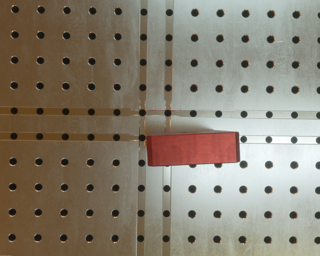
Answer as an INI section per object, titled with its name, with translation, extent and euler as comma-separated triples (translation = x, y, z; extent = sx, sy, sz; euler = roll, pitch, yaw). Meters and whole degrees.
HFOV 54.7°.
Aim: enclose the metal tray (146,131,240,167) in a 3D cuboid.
[metal tray]
translation = 0.032, 0.020, 0.361
extent = 0.091, 0.130, 0.030
euler = -3, 90, 0
